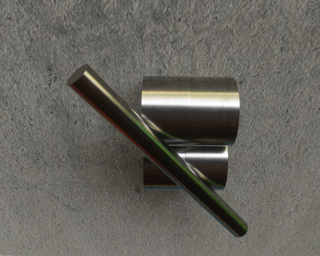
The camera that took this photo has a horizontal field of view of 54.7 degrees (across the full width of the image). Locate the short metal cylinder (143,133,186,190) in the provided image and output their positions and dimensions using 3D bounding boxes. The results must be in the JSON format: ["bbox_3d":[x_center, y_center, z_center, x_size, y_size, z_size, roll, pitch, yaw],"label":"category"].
[{"bbox_3d":[0.005,0.042,0.408,0.050,0.080,0.079,1,130,-1],"label":"short metal cylinder"}]

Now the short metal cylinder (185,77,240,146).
[{"bbox_3d":[0.056,-0.019,0.357,0.050,0.080,0.079,1,130,-1],"label":"short metal cylinder"}]

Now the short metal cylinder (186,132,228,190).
[{"bbox_3d":[0.056,0.042,0.409,0.050,0.080,0.079,1,130,-1],"label":"short metal cylinder"}]

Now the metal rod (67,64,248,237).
[{"bbox_3d":[0.019,0.046,0.343,0.025,0.025,0.300,-30,125,22],"label":"metal rod"}]

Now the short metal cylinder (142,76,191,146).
[{"bbox_3d":[0.006,-0.020,0.356,0.050,0.080,0.079,1,130,-1],"label":"short metal cylinder"}]
